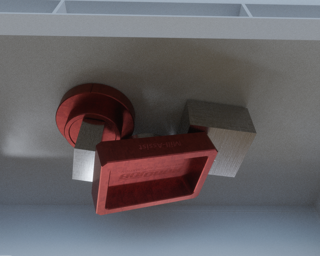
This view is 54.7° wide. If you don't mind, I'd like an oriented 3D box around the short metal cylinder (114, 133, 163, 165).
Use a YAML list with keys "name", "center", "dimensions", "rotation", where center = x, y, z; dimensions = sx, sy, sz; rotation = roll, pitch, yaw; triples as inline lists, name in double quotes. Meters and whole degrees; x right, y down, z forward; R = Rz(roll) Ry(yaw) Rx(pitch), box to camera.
- name: "short metal cylinder"
  center: [-0.021, 0.051, 0.418]
  dimensions: [0.081, 0.050, 0.080]
  rotation: [-10, 144, -7]

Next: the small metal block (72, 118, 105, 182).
- name: "small metal block"
  center: [-0.082, 0.025, 0.356]
  dimensions: [0.025, 0.050, 0.050]
  rotation: [10, 130, -8]

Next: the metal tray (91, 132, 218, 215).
- name: "metal tray"
  center: [-0.008, 0.052, 0.355]
  dimensions: [0.131, 0.030, 0.089]
  rotation: [-5, 133, -22]

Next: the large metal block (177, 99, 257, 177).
- name: "large metal block"
  center: [0.067, 0.015, 0.403]
  dimensions: [0.081, 0.050, 0.079]
  rotation: [7, 130, -7]

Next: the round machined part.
- name: "round machined part"
  center: [-0.082, -0.004, 0.391]
  dimensions: [0.099, 0.042, 0.097]
  rotation: [-1, 130, 0]
